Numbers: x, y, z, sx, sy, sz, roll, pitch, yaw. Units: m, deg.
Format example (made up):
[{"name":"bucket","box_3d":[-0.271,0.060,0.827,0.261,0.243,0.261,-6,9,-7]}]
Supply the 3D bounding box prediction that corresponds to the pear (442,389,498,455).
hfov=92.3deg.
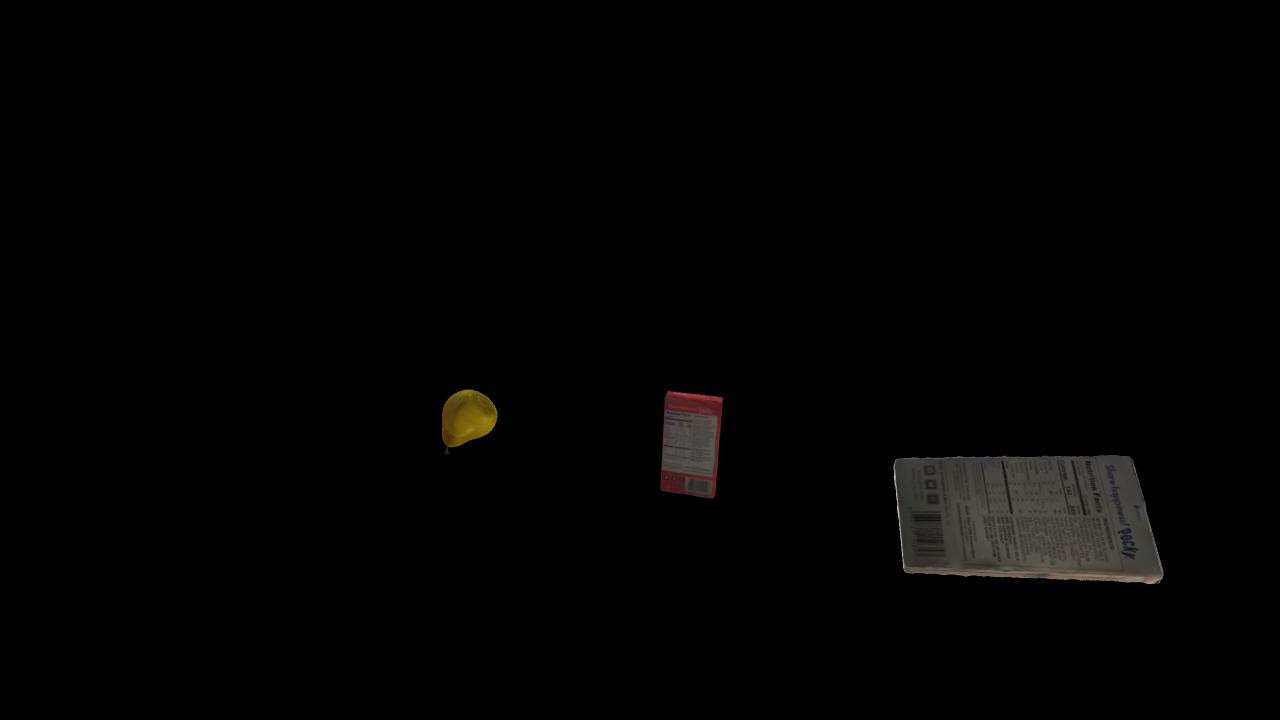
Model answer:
[{"name":"pear","box_3d":[-0.270,0.097,0.921,0.111,0.080,0.080,-42,-10,11]}]

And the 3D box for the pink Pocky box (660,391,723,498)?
[{"name":"pink Pocky box","box_3d":[0.076,0.126,0.916,0.084,0.155,0.029,6,16,13]}]

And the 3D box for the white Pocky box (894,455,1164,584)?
[{"name":"white Pocky box","box_3d":[0.268,0.112,0.442,0.154,0.084,0.028,-4,-29,20]}]
